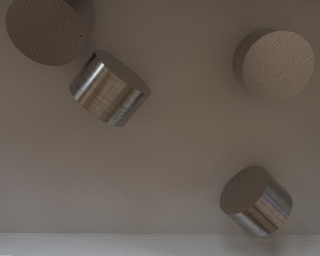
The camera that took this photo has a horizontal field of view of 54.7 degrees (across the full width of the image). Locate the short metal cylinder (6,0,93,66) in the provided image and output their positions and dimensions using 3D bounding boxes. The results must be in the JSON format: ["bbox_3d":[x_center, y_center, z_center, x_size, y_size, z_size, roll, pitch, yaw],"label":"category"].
[{"bbox_3d":[-0.118,-0.116,0.340,0.081,0.050,0.079,-1,132,-1],"label":"short metal cylinder"}]

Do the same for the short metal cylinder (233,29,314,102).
[{"bbox_3d":[0.133,-0.077,0.372,0.081,0.050,0.079,0,110,-1],"label":"short metal cylinder"}]

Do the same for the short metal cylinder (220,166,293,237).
[{"bbox_3d":[0.129,0.098,0.420,0.080,0.080,0.050,-43,105,14],"label":"short metal cylinder"}]

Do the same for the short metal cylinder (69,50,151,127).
[{"bbox_3d":[-0.057,-0.047,0.364,0.080,0.080,0.050,37,106,-13],"label":"short metal cylinder"}]
